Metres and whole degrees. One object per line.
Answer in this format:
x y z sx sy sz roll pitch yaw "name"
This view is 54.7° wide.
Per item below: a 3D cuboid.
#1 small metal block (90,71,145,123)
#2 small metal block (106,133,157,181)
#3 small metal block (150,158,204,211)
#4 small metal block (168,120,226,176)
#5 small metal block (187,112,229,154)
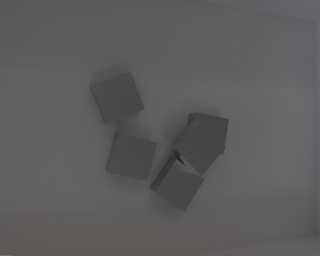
-0.054 -0.038 0.390 0.050 0.025 0.050 -23 98 -19 "small metal block"
-0.037 0.036 0.397 0.050 0.025 0.050 16 85 -20 "small metal block"
0.023 0.076 0.419 0.050 0.025 0.050 37 78 -16 "small metal block"
0.048 0.025 0.402 0.050 0.025 0.050 -46 104 -14 "small metal block"
0.065 0.008 0.434 0.050 0.025 0.050 10 87 -20 "small metal block"
